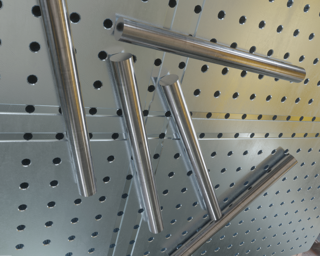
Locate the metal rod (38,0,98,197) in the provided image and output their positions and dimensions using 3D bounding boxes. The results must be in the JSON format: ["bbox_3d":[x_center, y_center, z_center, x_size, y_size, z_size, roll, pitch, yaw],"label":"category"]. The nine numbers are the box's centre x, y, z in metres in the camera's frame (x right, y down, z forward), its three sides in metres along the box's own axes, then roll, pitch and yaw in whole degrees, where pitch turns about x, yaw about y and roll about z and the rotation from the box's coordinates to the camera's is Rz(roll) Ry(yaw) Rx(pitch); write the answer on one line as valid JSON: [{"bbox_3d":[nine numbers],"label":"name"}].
[{"bbox_3d":[-0.097,-0.044,0.331,0.025,0.025,0.298,-15,125,-21],"label":"metal rod"}]

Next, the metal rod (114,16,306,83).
[{"bbox_3d":[0.086,-0.093,0.402,0.302,0.025,0.025,5,116,-31],"label":"metal rod"}]

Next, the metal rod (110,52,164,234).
[{"bbox_3d":[-0.024,0.043,0.425,0.025,0.025,0.298,-21,127,-17],"label":"metal rod"}]

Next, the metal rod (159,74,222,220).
[{"bbox_3d":[0.056,0.049,0.474,0.025,0.025,0.299,-30,129,-10],"label":"metal rod"}]

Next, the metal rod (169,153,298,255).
[{"bbox_3d":[0.138,0.155,0.585,0.300,0.025,0.025,-41,130,-1],"label":"metal rod"}]
